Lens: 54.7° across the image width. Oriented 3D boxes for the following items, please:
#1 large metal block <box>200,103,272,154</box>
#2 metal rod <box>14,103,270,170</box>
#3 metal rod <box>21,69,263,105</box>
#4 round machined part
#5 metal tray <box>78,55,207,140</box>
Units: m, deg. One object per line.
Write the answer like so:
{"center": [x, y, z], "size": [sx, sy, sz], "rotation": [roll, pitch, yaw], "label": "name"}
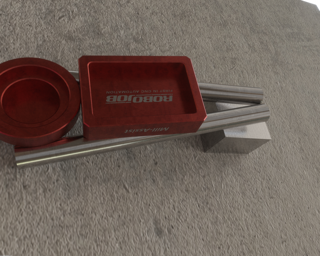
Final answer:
{"center": [0.103, -0.010, 0.451], "size": [0.081, 0.050, 0.080], "rotation": [4, 60, -27], "label": "large metal block"}
{"center": [-0.003, 0.005, 0.361], "size": [0.303, 0.025, 0.025], "rotation": [-10, 67, -19], "label": "metal rod"}
{"center": [-0.013, -0.051, 0.389], "size": [0.302, 0.025, 0.025], "rotation": [3, 60, -12], "label": "metal rod"}
{"center": [-0.136, -0.024, 0.329], "size": [0.099, 0.042, 0.098], "rotation": [7, 60, -13], "label": "round machined part"}
{"center": [-0.022, -0.037, 0.348], "size": [0.131, 0.030, 0.090], "rotation": [-3, 63, -16], "label": "metal tray"}
